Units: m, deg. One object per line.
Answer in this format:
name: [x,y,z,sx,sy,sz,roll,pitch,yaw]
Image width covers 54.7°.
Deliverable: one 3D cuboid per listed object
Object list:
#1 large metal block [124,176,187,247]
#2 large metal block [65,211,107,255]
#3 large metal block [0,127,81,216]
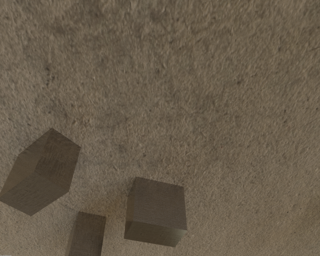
large metal block: [-0.007,0.130,0.482,0.081,0.080,0.050,14,129,-13]
large metal block: [-0.135,0.208,0.546,0.050,0.080,0.079,17,128,-14]
large metal block: [-0.160,0.059,0.419,0.080,0.080,0.050,-34,123,25]
